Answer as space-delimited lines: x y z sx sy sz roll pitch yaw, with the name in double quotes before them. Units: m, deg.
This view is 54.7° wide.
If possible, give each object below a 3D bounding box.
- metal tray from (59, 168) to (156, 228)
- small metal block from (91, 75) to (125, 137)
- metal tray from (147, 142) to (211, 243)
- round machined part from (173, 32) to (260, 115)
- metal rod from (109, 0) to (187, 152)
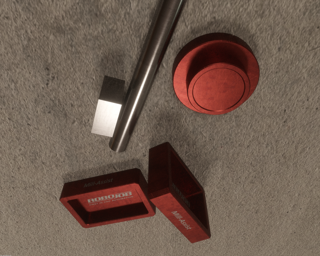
"metal tray" -0.081 0.116 0.501 0.131 0.030 0.090 -13 129 10
"small metal block" -0.061 -0.026 0.368 0.025 0.050 0.050 13 129 -11
"metal tray" 0.029 0.093 0.444 0.030 0.090 0.130 -23 127 18
"round machined part" 0.064 -0.054 0.351 0.099 0.042 0.097 -1 130 0
"metal rod" -0.007 -0.082 0.336 0.025 0.025 0.298 15 129 -13
